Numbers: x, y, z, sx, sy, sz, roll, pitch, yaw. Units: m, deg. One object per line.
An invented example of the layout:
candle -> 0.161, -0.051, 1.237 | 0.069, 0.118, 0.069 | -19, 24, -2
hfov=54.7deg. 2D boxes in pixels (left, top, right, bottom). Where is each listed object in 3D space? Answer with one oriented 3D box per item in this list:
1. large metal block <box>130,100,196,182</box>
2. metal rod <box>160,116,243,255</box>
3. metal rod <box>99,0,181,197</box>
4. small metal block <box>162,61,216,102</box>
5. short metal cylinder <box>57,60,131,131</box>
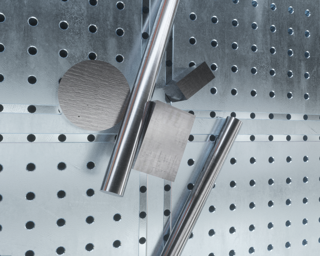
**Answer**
large metal block -> -0.007, 0.015, 0.381 | 0.050, 0.080, 0.080 | 21, 83, -19
metal rod -> 0.041, 0.120, 0.427 | 0.025, 0.025, 0.299 | 31, 80, -18
metal rod -> -0.013, -0.068, 0.368 | 0.025, 0.025, 0.299 | 23, 68, -19
small metal block -> 0.037, -0.060, 0.413 | 0.050, 0.050, 0.025 | -39, 103, -16
short metal cylinder -> -0.080, -0.037, 0.370 | 0.081, 0.050, 0.079 | 0, 90, -20
